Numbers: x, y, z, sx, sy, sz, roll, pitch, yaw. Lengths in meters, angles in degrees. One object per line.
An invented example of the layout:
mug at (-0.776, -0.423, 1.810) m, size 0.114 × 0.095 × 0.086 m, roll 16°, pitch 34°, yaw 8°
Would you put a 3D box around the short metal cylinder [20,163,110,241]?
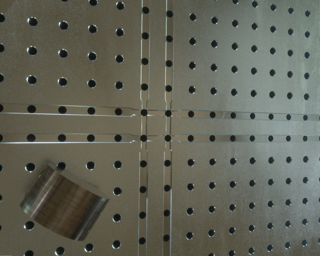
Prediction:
short metal cylinder at (-0.104, 0.081, 0.345) m, size 0.080 × 0.080 × 0.050 m, roll 34°, pitch 79°, yaw -17°
